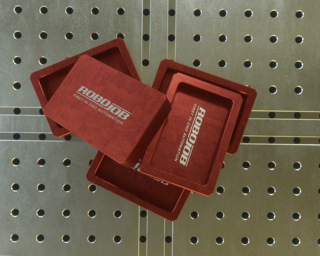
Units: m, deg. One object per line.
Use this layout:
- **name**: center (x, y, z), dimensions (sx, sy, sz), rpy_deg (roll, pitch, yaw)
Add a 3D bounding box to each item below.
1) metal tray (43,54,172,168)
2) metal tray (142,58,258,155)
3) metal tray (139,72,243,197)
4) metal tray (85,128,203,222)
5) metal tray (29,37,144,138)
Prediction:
- **metal tray**: center (-0.064, -0.023, 0.370), dimensions (0.130, 0.030, 0.090), rpy_deg (29, 82, 22)
- **metal tray**: center (0.050, -0.027, 0.410), dimensions (0.131, 0.030, 0.090), rpy_deg (19, 90, 1)
- **metal tray**: center (0.038, 0.008, 0.380), dimensions (0.090, 0.030, 0.130), rpy_deg (20, 78, 0)
- **metal tray**: center (-0.019, 0.054, 0.411), dimensions (0.130, 0.030, 0.090), rpy_deg (26, 90, 0)
- **metal tray**: center (-0.091, -0.052, 0.410), dimensions (0.130, 0.030, 0.090), rpy_deg (-22, 90, 0)
